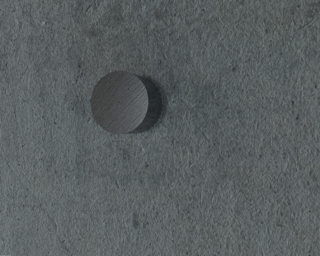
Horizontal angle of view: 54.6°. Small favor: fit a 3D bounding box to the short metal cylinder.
[{"bbox_3d":[-0.043,-0.032,0.411,0.080,0.050,0.080,0,90,20],"label":"short metal cylinder"}]
